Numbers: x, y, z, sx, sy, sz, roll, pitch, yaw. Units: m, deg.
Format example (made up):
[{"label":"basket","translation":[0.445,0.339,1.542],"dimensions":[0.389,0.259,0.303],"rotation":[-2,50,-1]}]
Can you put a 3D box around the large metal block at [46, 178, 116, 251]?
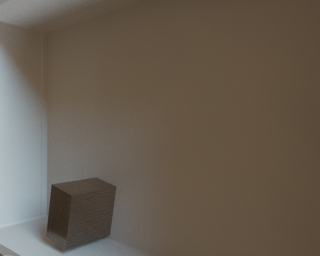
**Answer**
[{"label":"large metal block","translation":[-0.118,0.125,0.469],"dimensions":[0.050,0.081,0.079],"rotation":[14,99,39]}]
